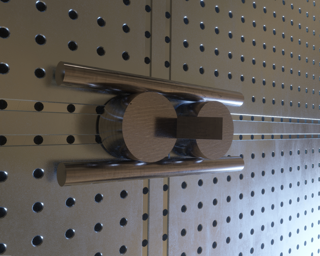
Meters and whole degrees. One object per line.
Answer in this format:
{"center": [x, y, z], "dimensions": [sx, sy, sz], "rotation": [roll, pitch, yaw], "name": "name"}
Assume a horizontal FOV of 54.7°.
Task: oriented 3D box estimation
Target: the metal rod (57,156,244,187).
{"center": [0.014, 0.054, 0.417], "dimensions": [0.302, 0.025, 0.025], "rotation": [3, 88, -40], "name": "metal rod"}

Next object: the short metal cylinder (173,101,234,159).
{"center": [0.059, 0.003, 0.439], "dimensions": [0.081, 0.050, 0.079], "rotation": [0, 90, -40], "name": "short metal cylinder"}

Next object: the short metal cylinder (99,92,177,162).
{"center": [-0.025, -0.001, 0.368], "dimensions": [0.081, 0.050, 0.079], "rotation": [0, 90, -40], "name": "short metal cylinder"}

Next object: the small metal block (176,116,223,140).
{"center": [0.047, 0.001, 0.368], "dimensions": [0.050, 0.050, 0.025], "rotation": [22, 70, -83], "name": "small metal block"}

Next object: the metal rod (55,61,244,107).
{"center": [0.013, -0.052, 0.416], "dimensions": [0.302, 0.025, 0.025], "rotation": [2, 89, -40], "name": "metal rod"}
